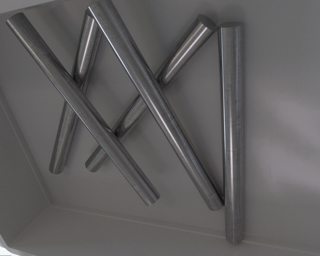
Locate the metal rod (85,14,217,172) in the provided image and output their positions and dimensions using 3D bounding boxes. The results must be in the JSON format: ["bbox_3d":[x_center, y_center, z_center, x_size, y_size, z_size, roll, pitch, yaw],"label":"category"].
[{"bbox_3d":[-0.031,-0.023,0.410,0.025,0.025,0.298,42,129,-1],"label":"metal rod"}]

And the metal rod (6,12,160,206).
[{"bbox_3d":[-0.095,-0.017,0.414,0.025,0.025,0.299,-27,104,37],"label":"metal rod"}]

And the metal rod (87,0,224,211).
[{"bbox_3d":[0.008,-0.010,0.371,0.025,0.025,0.299,-14,120,34],"label":"metal rod"}]

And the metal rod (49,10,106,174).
[{"bbox_3d":[-0.130,-0.031,0.458,0.025,0.025,0.298,33,129,6],"label":"metal rod"}]

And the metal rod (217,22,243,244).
[{"bbox_3d":[0.089,0.027,0.378,0.025,0.025,0.298,6,121,25],"label":"metal rod"}]
